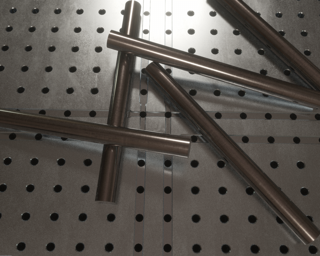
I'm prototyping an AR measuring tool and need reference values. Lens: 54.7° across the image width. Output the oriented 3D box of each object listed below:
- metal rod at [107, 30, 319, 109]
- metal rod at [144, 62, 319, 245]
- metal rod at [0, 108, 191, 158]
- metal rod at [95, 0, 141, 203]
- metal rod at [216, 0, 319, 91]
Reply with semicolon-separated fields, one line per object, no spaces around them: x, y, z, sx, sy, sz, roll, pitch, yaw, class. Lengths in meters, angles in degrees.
0.076;-0.080;0.427;0.302;0.025;0.025;16;71;-1;metal rod
0.084;0.021;0.404;0.025;0.025;0.300;-38;75;-13;metal rod
-0.112;0.001;0.389;0.301;0.025;0.025;9;70;11;metal rod
-0.054;-0.049;0.429;0.025;0.025;0.299;5;70;1;metal rod
0.180;-0.118;0.457;0.025;0.025;0.300;-37;75;-13;metal rod
